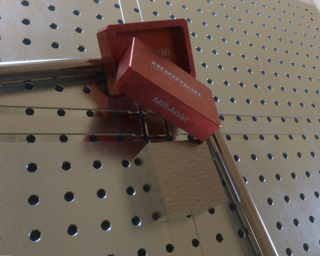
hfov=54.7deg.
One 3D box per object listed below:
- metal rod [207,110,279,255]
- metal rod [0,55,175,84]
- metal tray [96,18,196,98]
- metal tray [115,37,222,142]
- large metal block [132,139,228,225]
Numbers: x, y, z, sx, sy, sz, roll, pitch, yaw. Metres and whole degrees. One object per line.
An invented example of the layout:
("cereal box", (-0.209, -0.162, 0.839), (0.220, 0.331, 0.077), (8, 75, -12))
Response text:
("metal rod", (0.112, 0.102, 0.408), (0.025, 0.025, 0.299), (-7, 65, -32))
("metal rod", (-0.093, -0.082, 0.409), (0.303, 0.025, 0.025), (-13, 69, -34))
("metal tray", (-0.014, -0.099, 0.428), (0.131, 0.030, 0.089), (-18, 103, -33))
("metal tray", (0.012, -0.048, 0.380), (0.131, 0.030, 0.090), (31, 31, -22))
("large metal block", (0.021, 0.062, 0.368), (0.081, 0.050, 0.080), (-3, 63, -30))
